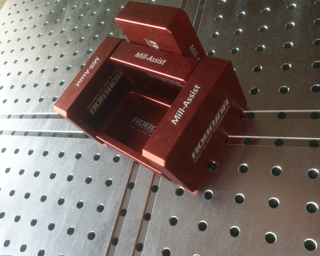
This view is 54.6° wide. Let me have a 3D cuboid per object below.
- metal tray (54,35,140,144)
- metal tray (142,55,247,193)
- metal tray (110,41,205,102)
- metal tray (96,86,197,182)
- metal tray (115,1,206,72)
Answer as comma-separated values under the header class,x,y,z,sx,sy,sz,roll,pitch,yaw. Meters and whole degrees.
class,x,y,z,sx,sy,sz,roll,pitch,yaw
metal tray,-0.076,-0.053,0.439,0.030,0.090,0.130,24,75,36
metal tray,0.045,-0.003,0.344,0.030,0.090,0.130,24,75,36
metal tray,0.007,-0.062,0.401,0.130,0.090,0.030,24,76,36
metal tray,-0.013,0.002,0.411,0.130,0.030,0.090,24,75,36
metal tray,0.012,-0.097,0.394,0.090,0.130,0.030,25,76,36
